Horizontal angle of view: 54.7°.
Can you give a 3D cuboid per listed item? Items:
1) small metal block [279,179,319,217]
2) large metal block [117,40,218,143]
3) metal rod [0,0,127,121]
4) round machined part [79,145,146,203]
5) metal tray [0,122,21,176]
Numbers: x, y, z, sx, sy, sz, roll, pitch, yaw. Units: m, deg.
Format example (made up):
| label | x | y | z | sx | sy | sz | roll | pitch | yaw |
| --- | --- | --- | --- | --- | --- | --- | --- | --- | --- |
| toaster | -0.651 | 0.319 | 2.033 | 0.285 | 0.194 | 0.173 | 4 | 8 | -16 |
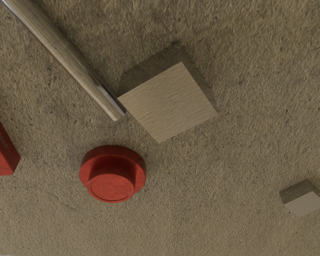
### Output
| label | x | y | z | sx | sy | sz | roll | pitch | yaw |
| --- | --- | --- | --- | --- | --- | --- | --- | --- | --- |
| small metal block | 0.234 | 0.116 | 0.508 | 0.050 | 0.025 | 0.050 | -37 | 121 | 27 |
| large metal block | 0.010 | -0.039 | 0.357 | 0.080 | 0.050 | 0.080 | -27 | 125 | 21 |
| metal rod | -0.131 | -0.115 | 0.308 | 0.025 | 0.025 | 0.300 | -25 | 126 | 20 |
| round machined part | -0.070 | 0.075 | 0.459 | 0.099 | 0.042 | 0.097 | 0 | 130 | 0 |
| metal tray | -0.257 | 0.012 | 0.411 | 0.091 | 0.030 | 0.129 | -5 | 130 | 4 |
